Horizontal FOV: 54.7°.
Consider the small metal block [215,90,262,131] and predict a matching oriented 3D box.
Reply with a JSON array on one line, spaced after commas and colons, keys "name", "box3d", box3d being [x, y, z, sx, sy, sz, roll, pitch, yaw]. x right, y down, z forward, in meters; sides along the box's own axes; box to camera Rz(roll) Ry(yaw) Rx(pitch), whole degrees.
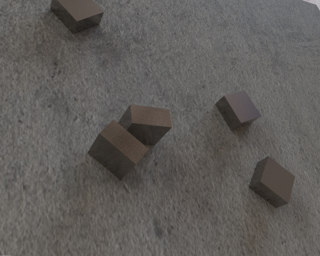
[{"name": "small metal block", "box3d": [0.124, -0.029, 0.490, 0.050, 0.025, 0.050, -17, 71, -35]}]

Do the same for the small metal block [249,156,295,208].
[{"name": "small metal block", "box3d": [0.162, 0.078, 0.446, 0.050, 0.025, 0.050, 38, 51, -3]}]

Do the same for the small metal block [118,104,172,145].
[{"name": "small metal block", "box3d": [-0.020, -0.002, 0.380, 0.050, 0.050, 0.025, 6, 59, -26]}]

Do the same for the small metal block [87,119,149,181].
[{"name": "small metal block", "box3d": [-0.048, 0.026, 0.347, 0.050, 0.050, 0.025, 41, 51, -1]}]

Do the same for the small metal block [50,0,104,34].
[{"name": "small metal block", "box3d": [-0.118, -0.168, 0.444, 0.050, 0.025, 0.050, 47, 51, 4]}]
